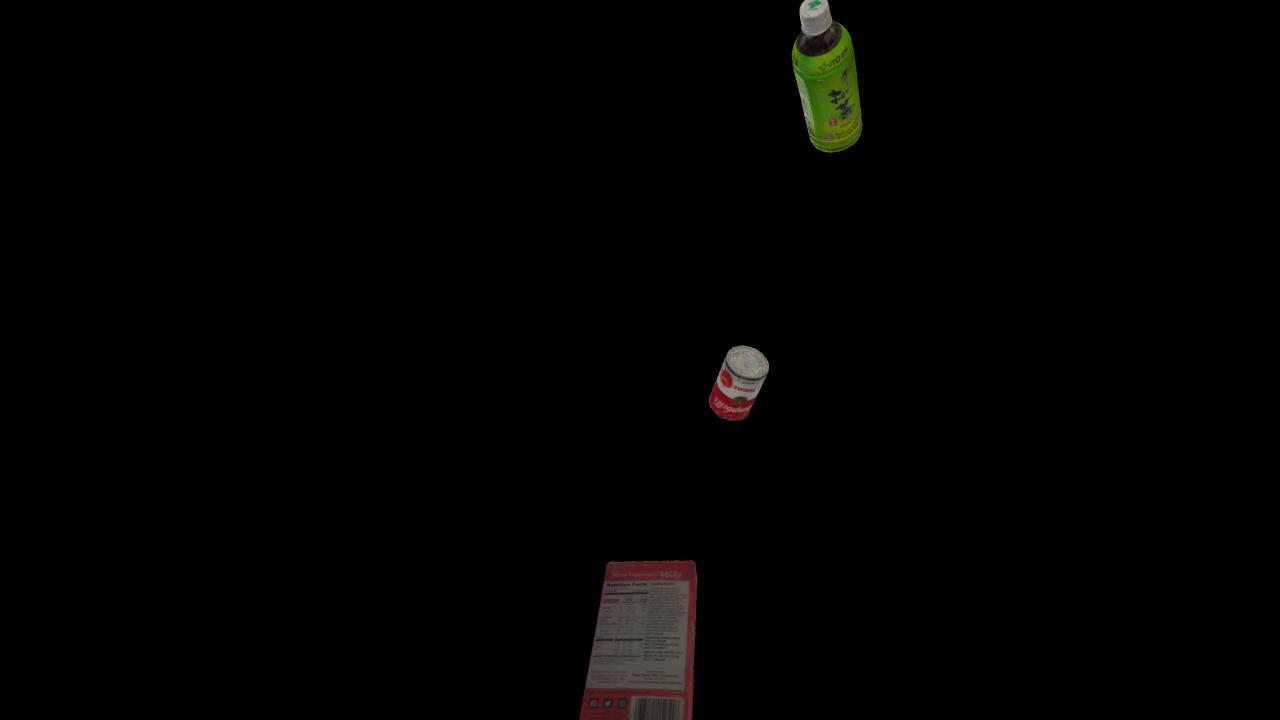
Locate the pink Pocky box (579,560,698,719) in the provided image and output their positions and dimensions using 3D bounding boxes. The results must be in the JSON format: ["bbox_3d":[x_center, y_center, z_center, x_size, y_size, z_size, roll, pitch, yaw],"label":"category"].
[{"bbox_3d":[0.004,0.238,0.511,0.084,0.029,0.155,-5,34,10],"label":"pink Pocky box"}]

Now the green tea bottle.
[{"bbox_3d":[0.224,-0.341,0.744,0.073,0.073,0.212,0,-18,26],"label":"green tea bottle"}]

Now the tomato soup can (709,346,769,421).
[{"bbox_3d":[0.149,0.035,0.928,0.068,0.068,0.101,0,-43,-14],"label":"tomato soup can"}]
